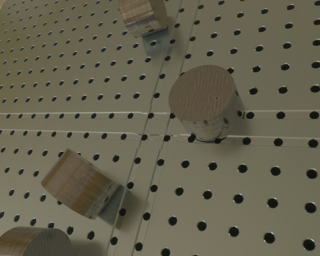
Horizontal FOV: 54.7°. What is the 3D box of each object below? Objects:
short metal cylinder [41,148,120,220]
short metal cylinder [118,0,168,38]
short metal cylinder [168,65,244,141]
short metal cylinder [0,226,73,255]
[{"bbox_3d":[-0.096,0.068,0.382,0.080,0.080,0.050,28,77,37],"label":"short metal cylinder"},{"bbox_3d":[-0.026,-0.194,0.506,0.050,0.080,0.080,-13,57,21],"label":"short metal cylinder"},{"bbox_3d":[0.057,-0.030,0.381,0.080,0.050,0.080,-13,56,21],"label":"short metal cylinder"},{"bbox_3d":[-0.147,0.156,0.355,0.050,0.080,0.080,-6,59,25],"label":"short metal cylinder"}]
